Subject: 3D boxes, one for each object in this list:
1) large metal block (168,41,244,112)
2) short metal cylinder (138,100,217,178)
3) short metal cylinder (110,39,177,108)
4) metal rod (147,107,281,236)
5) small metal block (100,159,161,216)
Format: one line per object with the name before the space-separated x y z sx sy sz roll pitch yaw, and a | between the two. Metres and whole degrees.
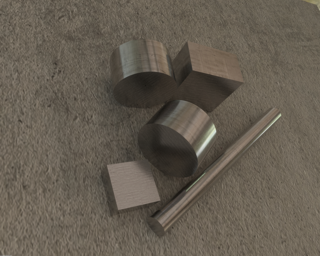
large metal block | 0.058 -0.070 0.444 0.081 0.080 0.050 8 58 -24
short metal cylinder | 0.021 0.013 0.373 0.080 0.080 0.050 42 51 0
short metal cylinder | -0.022 -0.068 0.399 0.081 0.080 0.050 4 60 -27
metal rod | 0.094 0.042 0.430 0.302 0.025 0.025 -34 81 -38
small metal block | -0.034 0.066 0.347 0.050 0.025 0.050 -5 64 -31
